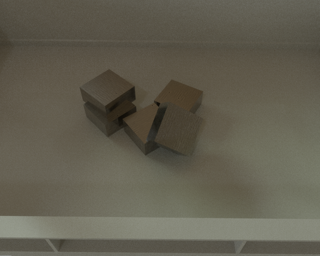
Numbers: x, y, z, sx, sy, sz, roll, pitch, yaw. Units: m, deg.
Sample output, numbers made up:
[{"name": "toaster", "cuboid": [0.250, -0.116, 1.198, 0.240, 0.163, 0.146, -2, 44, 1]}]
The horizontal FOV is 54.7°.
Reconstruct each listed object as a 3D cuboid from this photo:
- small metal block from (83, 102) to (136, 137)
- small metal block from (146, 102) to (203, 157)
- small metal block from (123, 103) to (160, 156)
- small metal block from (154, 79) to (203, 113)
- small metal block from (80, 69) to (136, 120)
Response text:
[{"name": "small metal block", "cuboid": [-0.067, -0.022, 0.423, 0.050, 0.025, 0.050, -35, 58, -26]}, {"name": "small metal block", "cuboid": [0.018, 0.002, 0.376, 0.050, 0.025, 0.050, 25, 79, -23]}, {"name": "small metal block", "cuboid": [-0.013, 0.000, 0.405, 0.050, 0.025, 0.050, -29, 56, -23]}, {"name": "small metal block", "cuboid": [0.026, -0.036, 0.436, 0.050, 0.025, 0.050, 24, 54, 18]}, {"name": "small metal block", "cuboid": [-0.068, -0.046, 0.410, 0.050, 0.025, 0.050, 36, 58, 26]}]
